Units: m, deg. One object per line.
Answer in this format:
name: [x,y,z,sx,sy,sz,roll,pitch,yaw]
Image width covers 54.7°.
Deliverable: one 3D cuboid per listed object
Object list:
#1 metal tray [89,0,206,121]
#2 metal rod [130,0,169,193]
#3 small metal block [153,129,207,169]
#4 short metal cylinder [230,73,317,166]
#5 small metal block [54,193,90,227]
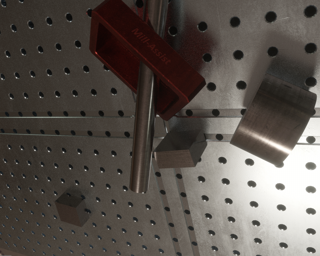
metal tray: [-0.019,-0.071,0.345,0.130,0.030,0.090,43,161,-2]
metal rod: [-0.012,-0.058,0.348,0.025,0.025,0.298,15,115,19]
small metal block: [0.027,0.026,0.396,0.050,0.050,0.025,-7,115,30]
short metal cylinder: [0.111,-0.009,0.311,0.050,0.080,0.079,27,128,11]
small metal block: [-0.169,0.158,0.595,0.050,0.025,0.050,8,122,23]
